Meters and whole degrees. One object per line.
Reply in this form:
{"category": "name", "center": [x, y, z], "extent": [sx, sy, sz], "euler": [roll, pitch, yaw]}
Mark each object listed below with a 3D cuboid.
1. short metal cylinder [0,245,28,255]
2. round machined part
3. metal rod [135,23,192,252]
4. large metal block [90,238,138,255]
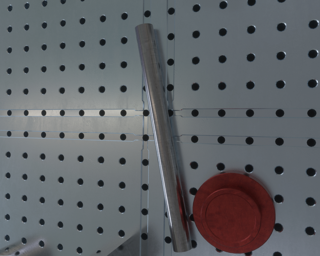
{"category": "short metal cylinder", "center": [-0.250, 0.233, 0.487], "extent": [0.080, 0.050, 0.079], "euler": [0, 90, 19]}
{"category": "round machined part", "center": [0.087, 0.103, 0.373], "extent": [0.098, 0.042, 0.097], "euler": [0, 90, 19]}
{"category": "metal rod", "center": [0.004, 0.010, 0.411], "extent": [0.025, 0.025, 0.298], "euler": [-11, 86, 19]}
{"category": "large metal block", "center": [-0.079, 0.198, 0.411], "extent": [0.080, 0.080, 0.050], "euler": [-30, 81, 17]}
